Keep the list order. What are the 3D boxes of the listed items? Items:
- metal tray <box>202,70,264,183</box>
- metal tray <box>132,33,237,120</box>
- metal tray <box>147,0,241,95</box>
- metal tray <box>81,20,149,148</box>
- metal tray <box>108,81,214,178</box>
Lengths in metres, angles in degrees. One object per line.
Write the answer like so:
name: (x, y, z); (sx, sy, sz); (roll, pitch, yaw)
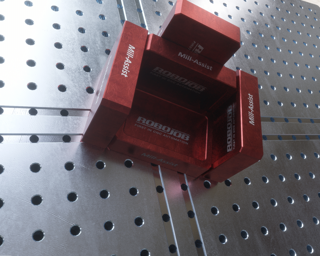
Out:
metal tray: (0.094, -0.003, 0.417); (0.030, 0.090, 0.130); (20, 54, -17)
metal tray: (0.025, -0.062, 0.417); (0.131, 0.090, 0.030); (20, 55, -17)
metal tray: (0.034, -0.097, 0.417); (0.090, 0.129, 0.030); (21, 54, -16)
metal tray: (-0.053, -0.052, 0.369); (0.030, 0.090, 0.130); (20, 54, -17)
metal tray: (0.006, 0.002, 0.405); (0.131, 0.030, 0.090); (20, 54, -17)
